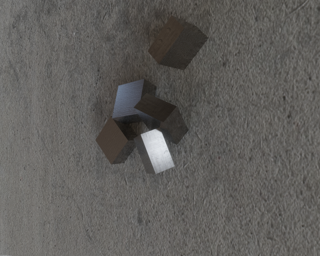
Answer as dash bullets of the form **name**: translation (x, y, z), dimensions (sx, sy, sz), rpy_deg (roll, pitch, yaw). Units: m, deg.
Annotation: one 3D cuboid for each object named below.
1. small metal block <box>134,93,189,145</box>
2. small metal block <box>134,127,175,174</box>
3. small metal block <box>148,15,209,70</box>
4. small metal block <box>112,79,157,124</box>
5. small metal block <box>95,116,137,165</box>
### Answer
- **small metal block**: translation (0.002, -0.011, 0.384), dimensions (0.050, 0.050, 0.025), rpy_deg (27, 71, 36)
- **small metal block**: translation (-0.009, 0.030, 0.391), dimensions (0.050, 0.025, 0.050), rpy_deg (69, 163, 2)
- **small metal block**: translation (0.022, -0.100, 0.371), dimensions (0.050, 0.050, 0.025), rpy_deg (-51, 60, 28)
- **small metal block**: translation (-0.035, -0.035, 0.424), dimensions (0.050, 0.025, 0.050), rpy_deg (-7, 66, 40)
- **small metal block**: translation (-0.063, 0.018, 0.457), dimensions (0.050, 0.025, 0.050), rpy_deg (52, 120, 27)
